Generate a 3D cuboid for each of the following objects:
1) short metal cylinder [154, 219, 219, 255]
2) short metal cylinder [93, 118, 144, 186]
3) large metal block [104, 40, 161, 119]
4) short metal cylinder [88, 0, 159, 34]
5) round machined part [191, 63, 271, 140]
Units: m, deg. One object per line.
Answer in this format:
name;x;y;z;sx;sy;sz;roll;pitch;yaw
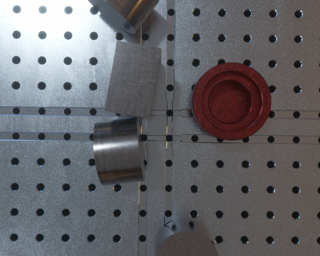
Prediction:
short metal cylinder;0.033;0.165;0.401;0.081;0.050;0.079;0;90;0
short metal cylinder;-0.048;0.029;0.385;0.050;0.080;0.080;-7;90;0
large metal block;-0.030;-0.055;0.385;0.050;0.080;0.080;10;90;0
short metal cylinder;-0.048;-0.163;0.385;0.080;0.080;0.050;36;90;0
round machined part;0.089;-0.033;0.405;0.099;0.042;0.097;0;90;0
